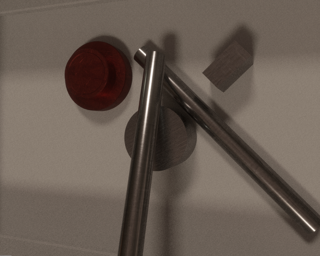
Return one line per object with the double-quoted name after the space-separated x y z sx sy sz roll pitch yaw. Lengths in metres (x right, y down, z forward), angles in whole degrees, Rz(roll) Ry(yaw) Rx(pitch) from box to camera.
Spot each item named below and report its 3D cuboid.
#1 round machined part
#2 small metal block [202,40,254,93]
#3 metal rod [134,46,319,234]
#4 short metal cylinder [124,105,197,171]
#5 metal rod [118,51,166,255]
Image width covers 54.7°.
-0.092 -0.073 0.433 0.098 0.042 0.097 0 90 19 "round machined part"
0.082 -0.071 0.368 0.050 0.050 0.025 -45 77 14 "small metal block"
0.074 0.005 0.383 0.300 0.025 0.025 47 104 13 "metal rod"
0.002 0.012 0.396 0.080 0.050 0.079 0 90 19 "short metal cylinder"
-0.021 0.055 0.334 0.025 0.025 0.299 0 72 19 "metal rod"
